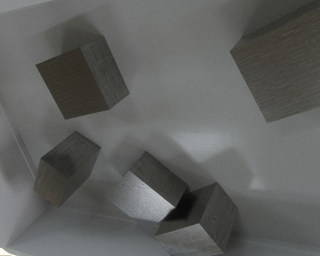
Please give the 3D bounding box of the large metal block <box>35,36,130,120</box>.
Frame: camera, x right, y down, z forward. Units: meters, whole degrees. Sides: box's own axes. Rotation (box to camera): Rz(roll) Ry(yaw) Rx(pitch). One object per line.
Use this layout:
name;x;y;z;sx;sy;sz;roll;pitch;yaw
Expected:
large metal block;-0.099;-0.063;0.404;0.080;0.050;0.080;-10;114;32

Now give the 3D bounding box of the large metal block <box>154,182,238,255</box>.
large metal block;0.051;0.129;0.425;0.080;0.080;0.050;-31;101;38

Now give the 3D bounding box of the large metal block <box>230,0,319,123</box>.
large metal block;0.125;-0.061;0.289;0.080;0.050;0.080;-22;107;35

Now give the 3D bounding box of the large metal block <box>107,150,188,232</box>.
large metal block;-0.019;0.094;0.459;0.080;0.050;0.080;39;129;1

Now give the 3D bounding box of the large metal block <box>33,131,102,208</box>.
large metal block;-0.146;0.064;0.487;0.050;0.080;0.079;34;129;6
